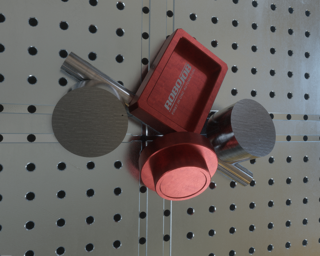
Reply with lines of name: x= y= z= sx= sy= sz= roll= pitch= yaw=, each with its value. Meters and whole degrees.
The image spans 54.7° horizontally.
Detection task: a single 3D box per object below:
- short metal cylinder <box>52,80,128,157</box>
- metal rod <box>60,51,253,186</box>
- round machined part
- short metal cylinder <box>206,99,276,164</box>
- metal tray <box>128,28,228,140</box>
short metal cylinder: x=-0.079 y=-0.012 z=0.358 sx=0.081 sy=0.050 sz=0.079 roll=-3 pitch=107 yaw=-9
metal rod: x=0.008 y=-0.003 z=0.415 sx=0.301 sy=0.025 sz=0.025 roll=33 pitch=79 yaw=-17
round machined part: x=0.025 y=0.054 z=0.384 sx=0.099 sy=0.042 sz=0.097 roll=-6 pitch=134 yaw=-7
short metal cylinder: x=0.112 y=0.006 z=0.428 sx=0.081 sy=0.050 sz=0.080 roll=11 pitch=68 yaw=-28
metal tray: x=0.028 y=-0.054 z=0.404 sx=0.090 sy=0.030 sz=0.130 roll=34 pitch=66 yaw=-17
